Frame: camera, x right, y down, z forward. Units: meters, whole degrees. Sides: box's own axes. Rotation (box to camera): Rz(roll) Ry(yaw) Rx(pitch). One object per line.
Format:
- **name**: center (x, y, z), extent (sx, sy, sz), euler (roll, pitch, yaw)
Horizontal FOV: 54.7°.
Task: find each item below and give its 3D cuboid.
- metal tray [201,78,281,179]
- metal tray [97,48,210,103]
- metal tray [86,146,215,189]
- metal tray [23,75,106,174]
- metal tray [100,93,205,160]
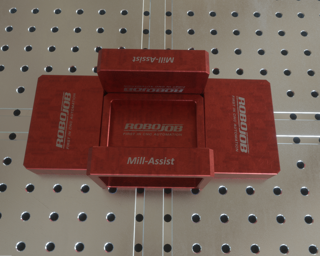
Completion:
- **metal tray**: center (0.102, -0.001, 0.409), extent (0.091, 0.030, 0.130), euler (1, 70, -1)
- **metal tray**: center (-0.008, -0.064, 0.400), extent (0.131, 0.090, 0.030), euler (1, 70, 0)
- **metal tray**: center (-0.010, 0.049, 0.358), extent (0.131, 0.090, 0.030), euler (1, 70, 0)
- **metal tray**: center (-0.120, -0.006, 0.409), extent (0.091, 0.030, 0.130), euler (1, 70, 0)
- **metal tray**: center (-0.009, 0.001, 0.406), extent (0.131, 0.030, 0.090), euler (1, 70, 0)
